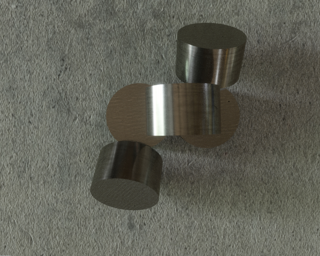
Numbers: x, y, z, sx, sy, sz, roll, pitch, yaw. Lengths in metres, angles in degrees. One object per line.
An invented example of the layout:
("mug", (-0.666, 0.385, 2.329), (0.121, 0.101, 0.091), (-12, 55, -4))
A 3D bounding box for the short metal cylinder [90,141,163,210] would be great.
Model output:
("short metal cylinder", (-0.039, 0.060, 0.376), (0.081, 0.080, 0.050), (7, 51, -1))

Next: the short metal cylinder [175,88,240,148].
("short metal cylinder", (0.056, -0.016, 0.399), (0.081, 0.050, 0.079), (0, 90, -1))

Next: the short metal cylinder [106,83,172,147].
("short metal cylinder", (-0.025, -0.014, 0.398), (0.081, 0.050, 0.079), (0, 90, -1))

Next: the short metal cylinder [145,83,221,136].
("short metal cylinder", (0.025, -0.018, 0.334), (0.081, 0.080, 0.050), (-1, 90, -1))

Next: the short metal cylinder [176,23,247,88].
("short metal cylinder", (0.060, -0.090, 0.377), (0.081, 0.080, 0.050), (1, 128, -1))
